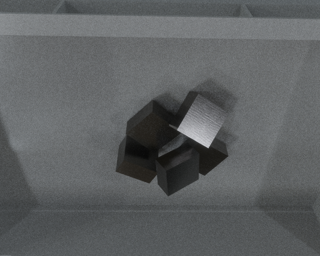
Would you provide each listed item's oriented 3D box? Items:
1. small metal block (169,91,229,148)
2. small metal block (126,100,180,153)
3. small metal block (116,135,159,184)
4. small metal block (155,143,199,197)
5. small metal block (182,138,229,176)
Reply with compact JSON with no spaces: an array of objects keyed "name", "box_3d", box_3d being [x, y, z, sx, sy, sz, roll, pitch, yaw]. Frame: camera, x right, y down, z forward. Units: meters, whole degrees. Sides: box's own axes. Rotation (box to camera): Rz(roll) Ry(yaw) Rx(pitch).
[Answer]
[{"name":"small metal block","box_3d":[0.048,-0.010,0.384,0.050,0.025,0.050,30,91,-24]},{"name":"small metal block","box_3d":[-0.008,-0.001,0.405,0.050,0.025,0.050,36,121,-27]},{"name":"small metal block","box_3d":[-0.030,0.042,0.425,0.050,0.050,0.025,23,126,-19]},{"name":"small metal block","box_3d":[0.024,0.055,0.406,0.050,0.025,0.050,-25,134,-22]},{"name":"small metal block","box_3d":[0.059,0.035,0.437,0.050,0.025,0.050,28,124,-23]}]
